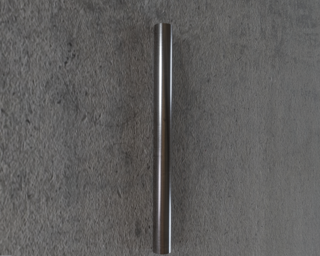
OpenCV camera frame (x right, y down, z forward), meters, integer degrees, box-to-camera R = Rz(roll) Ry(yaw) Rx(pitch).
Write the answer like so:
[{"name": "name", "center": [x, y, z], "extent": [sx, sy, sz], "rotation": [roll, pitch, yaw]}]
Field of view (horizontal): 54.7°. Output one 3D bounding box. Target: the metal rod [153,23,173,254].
[{"name": "metal rod", "center": [0.004, 0.014, 0.411], "extent": [0.025, 0.025, 0.298], "rotation": [0, 90, -40]}]
